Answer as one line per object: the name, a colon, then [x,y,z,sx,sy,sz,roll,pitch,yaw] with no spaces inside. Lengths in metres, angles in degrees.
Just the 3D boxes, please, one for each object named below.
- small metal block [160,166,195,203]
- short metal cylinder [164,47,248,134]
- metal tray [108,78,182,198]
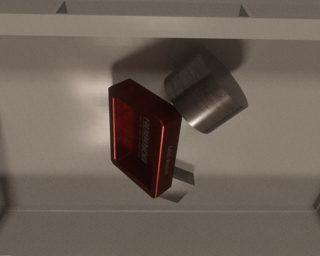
small metal block: [0.018,0.087,0.483,0.050,0.025,0.050,23,126,-19]
short metal cylinder: [0.051,-0.040,0.339,0.050,0.080,0.080,-38,121,26]
metal tray: [-0.022,0.015,0.382,0.030,0.090,0.129,-31,142,-35]
